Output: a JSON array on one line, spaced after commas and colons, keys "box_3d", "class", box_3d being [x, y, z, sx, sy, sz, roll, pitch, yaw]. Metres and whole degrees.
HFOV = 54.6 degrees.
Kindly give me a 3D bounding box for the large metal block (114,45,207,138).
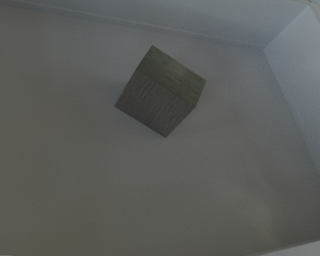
[{"box_3d": [-0.001, -0.044, 0.396, 0.080, 0.080, 0.050, 32, 52, -8], "class": "large metal block"}]
